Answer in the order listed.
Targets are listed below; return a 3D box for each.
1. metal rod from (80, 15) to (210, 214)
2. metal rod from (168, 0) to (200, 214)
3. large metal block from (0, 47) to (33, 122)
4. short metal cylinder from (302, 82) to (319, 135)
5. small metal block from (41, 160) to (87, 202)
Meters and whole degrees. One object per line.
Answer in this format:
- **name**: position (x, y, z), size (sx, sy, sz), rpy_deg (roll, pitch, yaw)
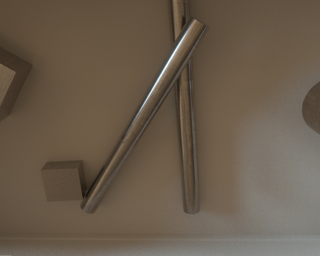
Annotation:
- **metal rod**: position (-0.030, 0.000, 0.395), size (0.025, 0.025, 0.298), rpy_deg (28, 113, -10)
- **metal rod**: position (0.034, -0.020, 0.404), size (0.025, 0.025, 0.298), rpy_deg (-5, 110, 1)
- **large metal block**: position (-0.216, -0.059, 0.373), size (0.080, 0.050, 0.080), rpy_deg (30, 107, -11)
- **short metal cylinder**: position (0.232, -0.021, 0.393), size (0.081, 0.050, 0.079), rpy_deg (0, 110, -1)
- **small metal block**: position (-0.134, 0.075, 0.437), size (0.050, 0.025, 0.050), rpy_deg (-3, 110, 1)
